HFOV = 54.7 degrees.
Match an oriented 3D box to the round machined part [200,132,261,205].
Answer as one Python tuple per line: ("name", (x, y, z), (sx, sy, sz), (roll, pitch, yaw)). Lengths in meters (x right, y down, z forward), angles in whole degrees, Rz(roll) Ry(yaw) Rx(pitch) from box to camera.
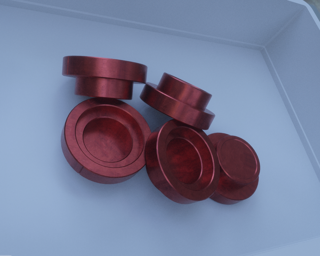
("round machined part", (0.094, 0.049, 0.415), (0.099, 0.042, 0.098), (14, 56, -21))

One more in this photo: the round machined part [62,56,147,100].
("round machined part", (-0.066, -0.057, 0.370), (0.099, 0.098, 0.042), (2, 96, -27))

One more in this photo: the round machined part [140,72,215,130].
("round machined part", (0.027, -0.038, 0.397), (0.098, 0.042, 0.098), (25, 11, -5))

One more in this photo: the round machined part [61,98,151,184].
("round machined part", (-0.061, 0.017, 0.349), (0.099, 0.042, 0.098), (14, 56, -21))

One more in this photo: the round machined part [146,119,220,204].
("round machined part", (0.022, 0.041, 0.366), (0.099, 0.042, 0.098), (21, 55, -34))
